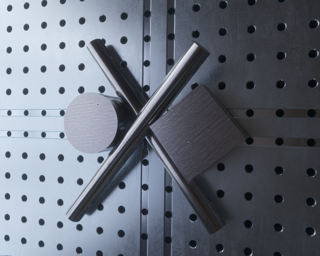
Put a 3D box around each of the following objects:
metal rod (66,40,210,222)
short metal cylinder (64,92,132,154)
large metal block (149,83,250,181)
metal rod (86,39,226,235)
[{"bbox_3d":[-0.040,0.018,0.400,0.025,0.025,0.299,44,112,14],"label":"metal rod"},{"bbox_3d":[-0.082,-0.007,0.424,0.080,0.050,0.079,0,90,20],"label":"short metal cylinder"},{"bbox_3d":[0.049,0.005,0.377,0.080,0.050,0.080,-40,78,15],"label":"large metal block"},{"bbox_3d":[-0.011,0.003,0.412,0.025,0.025,0.299,-37,78,16],"label":"metal rod"}]
